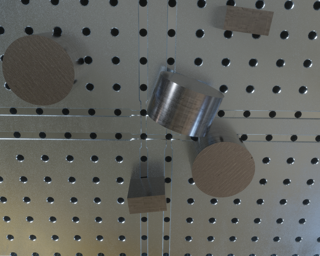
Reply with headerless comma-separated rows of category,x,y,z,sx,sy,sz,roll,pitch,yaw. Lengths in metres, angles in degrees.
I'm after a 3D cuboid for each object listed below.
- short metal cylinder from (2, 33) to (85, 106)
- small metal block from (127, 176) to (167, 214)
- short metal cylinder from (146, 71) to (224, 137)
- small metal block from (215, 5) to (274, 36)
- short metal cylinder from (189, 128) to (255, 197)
short metal cylinder,-0.137,-0.072,0.372,0.081,0.050,0.079,0,110,0
small metal block,-0.017,0.093,0.434,0.050,0.050,0.025,-6,110,2
short metal cylinder,0.030,-0.030,0.373,0.080,0.080,0.050,18,109,-7
small metal block,0.095,-0.124,0.355,0.050,0.050,0.025,7,110,-3
short metal cylinder,0.081,0.046,0.418,0.081,0.050,0.079,0,110,0
